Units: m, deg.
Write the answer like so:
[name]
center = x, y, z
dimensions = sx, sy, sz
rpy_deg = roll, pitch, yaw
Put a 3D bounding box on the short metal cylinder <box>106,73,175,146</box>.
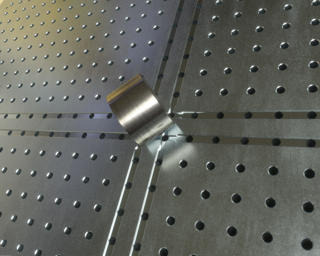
[short metal cylinder]
center = -0.024, -0.023, 0.397
dimensions = 0.050, 0.080, 0.080
rpy_deg = -35, 52, 5
